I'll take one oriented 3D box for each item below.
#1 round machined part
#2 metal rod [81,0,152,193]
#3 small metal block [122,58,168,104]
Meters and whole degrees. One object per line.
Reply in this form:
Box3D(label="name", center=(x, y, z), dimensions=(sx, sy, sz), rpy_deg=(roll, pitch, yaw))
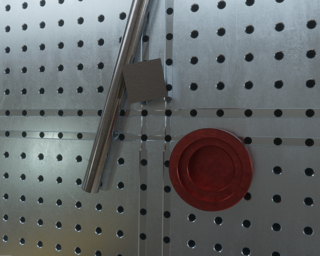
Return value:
Box3D(label="round machined part", center=(0.064, 0.049, 0.381), dimensions=(0.098, 0.042, 0.097), rpy_deg=(0, 90, 19))
Box3D(label="metal rod", center=(-0.059, -0.053, 0.432), dimensions=(0.025, 0.025, 0.298), rpy_deg=(18, 96, 19))
Box3D(label="small metal block", center=(-0.019, -0.061, 0.406), dimensions=(0.050, 0.025, 0.050), rpy_deg=(-11, 98, 1))
